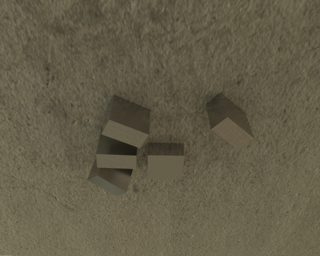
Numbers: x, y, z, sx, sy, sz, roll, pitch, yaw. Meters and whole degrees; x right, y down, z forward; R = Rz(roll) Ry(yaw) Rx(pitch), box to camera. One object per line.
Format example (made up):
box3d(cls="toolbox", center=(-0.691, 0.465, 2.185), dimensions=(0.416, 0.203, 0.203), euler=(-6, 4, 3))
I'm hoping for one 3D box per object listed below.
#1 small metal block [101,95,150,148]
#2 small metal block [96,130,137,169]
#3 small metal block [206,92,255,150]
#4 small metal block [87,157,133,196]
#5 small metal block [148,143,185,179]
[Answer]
box3d(cls="small metal block", center=(-0.041, -0.008, 0.383), dimensions=(0.050, 0.050, 0.025), euler=(22, 127, -18))
box3d(cls="small metal block", center=(-0.055, 0.027, 0.413), dimensions=(0.050, 0.050, 0.025), euler=(3, 130, -3))
box3d(cls="small metal block", center=(0.086, -0.009, 0.385), dimensions=(0.050, 0.050, 0.025), euler=(34, 122, -26))
box3d(cls="small metal block", center=(-0.068, 0.060, 0.438), dimensions=(0.050, 0.050, 0.025), euler=(37, 136, -27))
box3d(cls="small metal block", center=(0.008, 0.048, 0.449), dimensions=(0.050, 0.025, 0.050), euler=(1, 130, -2))
